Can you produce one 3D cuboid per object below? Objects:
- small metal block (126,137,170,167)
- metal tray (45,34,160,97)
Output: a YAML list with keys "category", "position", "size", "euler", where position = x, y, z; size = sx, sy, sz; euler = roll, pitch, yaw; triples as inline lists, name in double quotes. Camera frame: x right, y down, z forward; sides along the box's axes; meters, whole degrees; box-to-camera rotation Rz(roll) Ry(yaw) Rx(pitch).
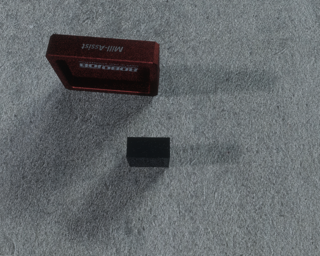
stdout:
- category: "small metal block"
  position: [-0.014, 0.031, 0.383]
  size: [0.050, 0.050, 0.025]
  euler: [1, 70, 0]
- category: "metal tray"
  position: [-0.067, -0.078, 0.401]
  size: [0.131, 0.090, 0.030]
  euler: [5, 70, 1]
